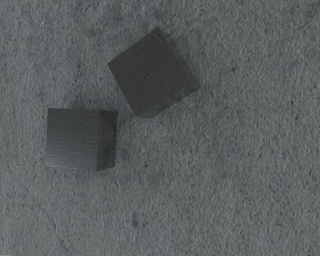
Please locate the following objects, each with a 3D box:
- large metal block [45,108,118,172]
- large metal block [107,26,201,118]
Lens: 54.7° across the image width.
[{"bbox_3d":[-0.109,0.014,0.434,0.080,0.050,0.079,3,91,20],"label":"large metal block"},{"bbox_3d":[-0.007,-0.067,0.398,0.080,0.050,0.080,-32,80,17],"label":"large metal block"}]
